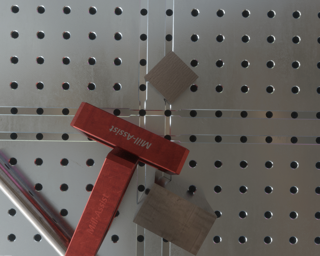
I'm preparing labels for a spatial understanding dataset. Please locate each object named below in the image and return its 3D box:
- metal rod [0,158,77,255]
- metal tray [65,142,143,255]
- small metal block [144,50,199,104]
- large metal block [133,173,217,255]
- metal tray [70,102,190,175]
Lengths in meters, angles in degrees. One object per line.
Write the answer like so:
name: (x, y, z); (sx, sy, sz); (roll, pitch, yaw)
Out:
metal rod: (-0.132, 0.150, 0.411); (0.025, 0.025, 0.300); (-42, 91, 0)
metal tray: (-0.063, 0.085, 0.371); (0.030, 0.090, 0.129); (24, 98, 1)
small metal block: (0.015, -0.066, 0.414); (0.050, 0.025, 0.050); (45, 90, -1)
large metal block: (0.017, 0.102, 0.386); (0.080, 0.080, 0.050); (29, 90, -1)
metal tray: (-0.035, 0.017, 0.378); (0.131, 0.090, 0.030); (25, 80, -1)
